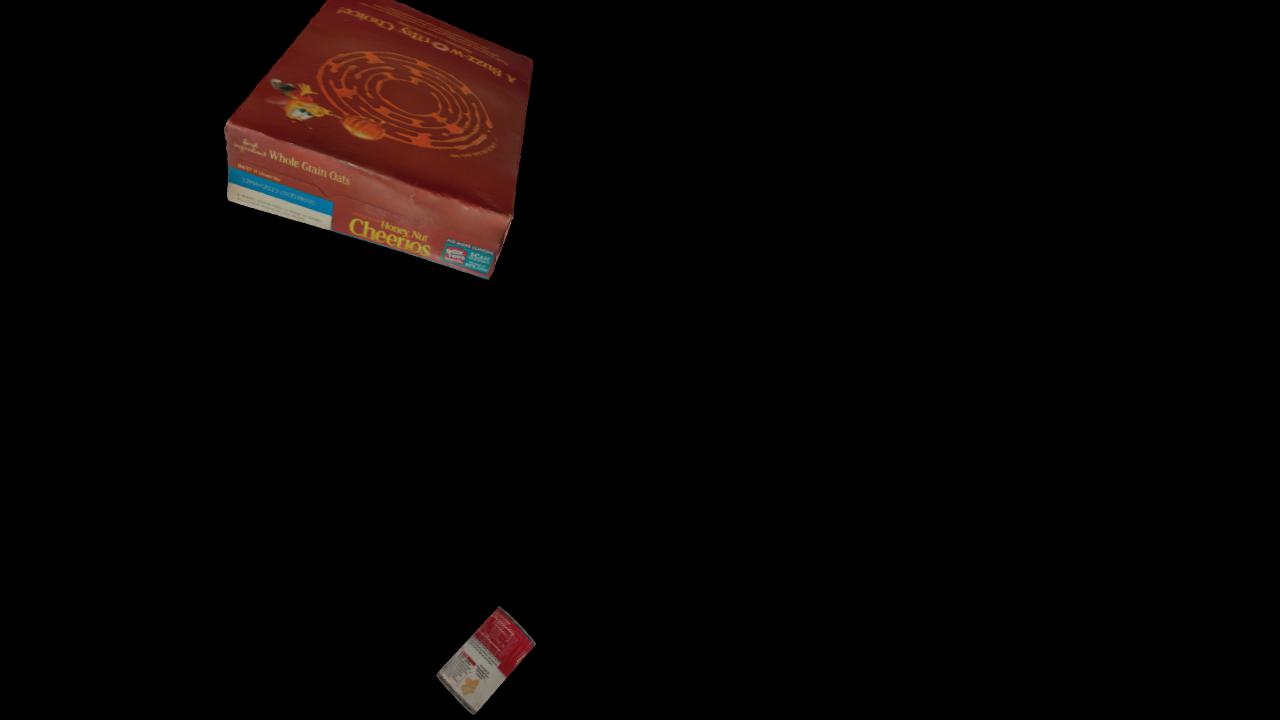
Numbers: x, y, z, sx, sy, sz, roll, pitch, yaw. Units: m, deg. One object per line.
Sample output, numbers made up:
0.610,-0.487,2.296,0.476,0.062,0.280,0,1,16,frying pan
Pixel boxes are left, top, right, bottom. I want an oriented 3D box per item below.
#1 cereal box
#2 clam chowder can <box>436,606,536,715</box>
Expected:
-0.213,-0.223,0.569,0.203,0.306,0.081,15,-45,-21,cereal box
-0.186,0.364,0.748,0.102,0.068,0.068,-43,24,-29,clam chowder can
